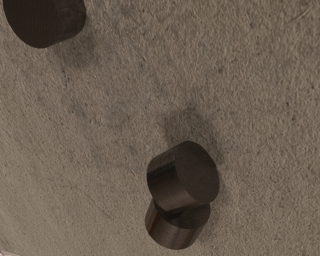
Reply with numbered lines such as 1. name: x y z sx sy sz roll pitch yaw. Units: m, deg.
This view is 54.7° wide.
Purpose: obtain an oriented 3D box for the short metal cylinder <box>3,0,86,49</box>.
1. short metal cylinder: -0.138 -0.142 0.373 0.080 0.050 0.079 13 124 20

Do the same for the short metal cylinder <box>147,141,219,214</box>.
1. short metal cylinder: 0.030 0.063 0.393 0.050 0.080 0.080 -32 101 38

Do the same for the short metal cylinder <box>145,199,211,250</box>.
1. short metal cylinder: 0.024 0.120 0.432 0.080 0.080 0.050 27 128 11
